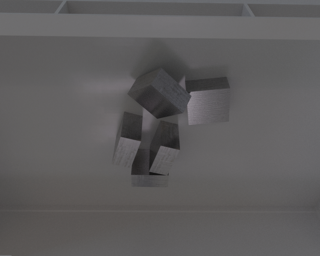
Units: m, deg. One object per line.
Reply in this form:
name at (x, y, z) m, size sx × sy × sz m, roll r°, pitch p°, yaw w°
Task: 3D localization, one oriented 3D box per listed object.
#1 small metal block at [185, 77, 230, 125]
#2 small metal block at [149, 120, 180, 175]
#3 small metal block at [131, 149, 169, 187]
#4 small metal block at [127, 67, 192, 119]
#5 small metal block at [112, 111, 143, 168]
small metal block at (0.058, -0.033, 0.382) m, size 0.050 × 0.025 × 0.050 m, roll -5°, pitch 130°, yaw 4°
small metal block at (0.005, 0.026, 0.415) m, size 0.025 × 0.050 × 0.050 m, roll 14°, pitch 129°, yaw -12°
small metal block at (-0.014, 0.056, 0.440) m, size 0.050 × 0.050 × 0.025 m, roll 1°, pitch 130°, yaw -1°
small metal block at (-0.001, -0.038, 0.359) m, size 0.050 × 0.025 × 0.050 m, roll 39°, pitch 153°, yaw -25°
small metal block at (-0.042, 0.015, 0.405) m, size 0.025 × 0.050 × 0.050 m, roll 14°, pitch 129°, yaw -12°
